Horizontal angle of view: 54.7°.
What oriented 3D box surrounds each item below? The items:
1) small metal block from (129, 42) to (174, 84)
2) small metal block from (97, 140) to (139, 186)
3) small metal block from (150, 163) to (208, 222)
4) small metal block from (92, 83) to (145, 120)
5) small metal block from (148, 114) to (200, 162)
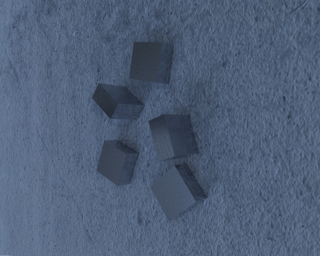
[{"bbox_3d":[-0.012,-0.087,0.415,0.050,0.025,0.050,14,99,39],"label":"small metal block"},{"bbox_3d":[-0.063,0.050,0.457,0.050,0.025,0.050,27,107,37],"label":"small metal block"},{"bbox_3d":[0.022,0.080,0.387,0.050,0.025,0.050,-45,63,30],"label":"small metal block"},{"bbox_3d":[-0.059,-0.037,0.437,0.050,0.050,0.025,45,117,31],"label":"small metal block"},{"bbox_3d":[0.018,0.011,0.374,0.025,0.050,0.050,-23,76,38],"label":"small metal block"}]
